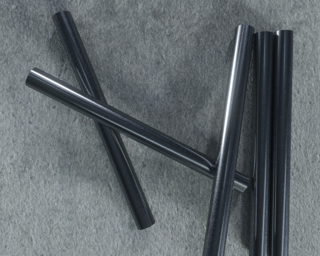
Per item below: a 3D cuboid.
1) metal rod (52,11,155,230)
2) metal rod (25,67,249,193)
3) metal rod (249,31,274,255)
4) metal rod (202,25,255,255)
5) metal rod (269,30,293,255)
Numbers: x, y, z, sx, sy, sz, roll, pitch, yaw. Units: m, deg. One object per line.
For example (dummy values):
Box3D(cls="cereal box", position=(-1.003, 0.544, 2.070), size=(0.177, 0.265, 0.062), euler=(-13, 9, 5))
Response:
Box3D(cls="metal rod", position=(-0.074, -0.010, 0.409), size=(0.025, 0.025, 0.299), euler=(-22, 90, 0))
Box3D(cls="metal rod", position=(-0.022, 0.007, 0.391), size=(0.301, 0.025, 0.025), euler=(27, 90, -8))
Box3D(cls="metal rod", position=(0.134, 0.024, 0.411), size=(0.025, 0.025, 0.298), euler=(1, 90, -1))
Box3D(cls="metal rod", position=(0.087, 0.014, 0.388), size=(0.025, 0.025, 0.299), euler=(10, 81, -1))
Box3D(cls="metal rod", position=(0.161, 0.022, 0.412), size=(0.025, 0.025, 0.298), euler=(1, 90, -1))
